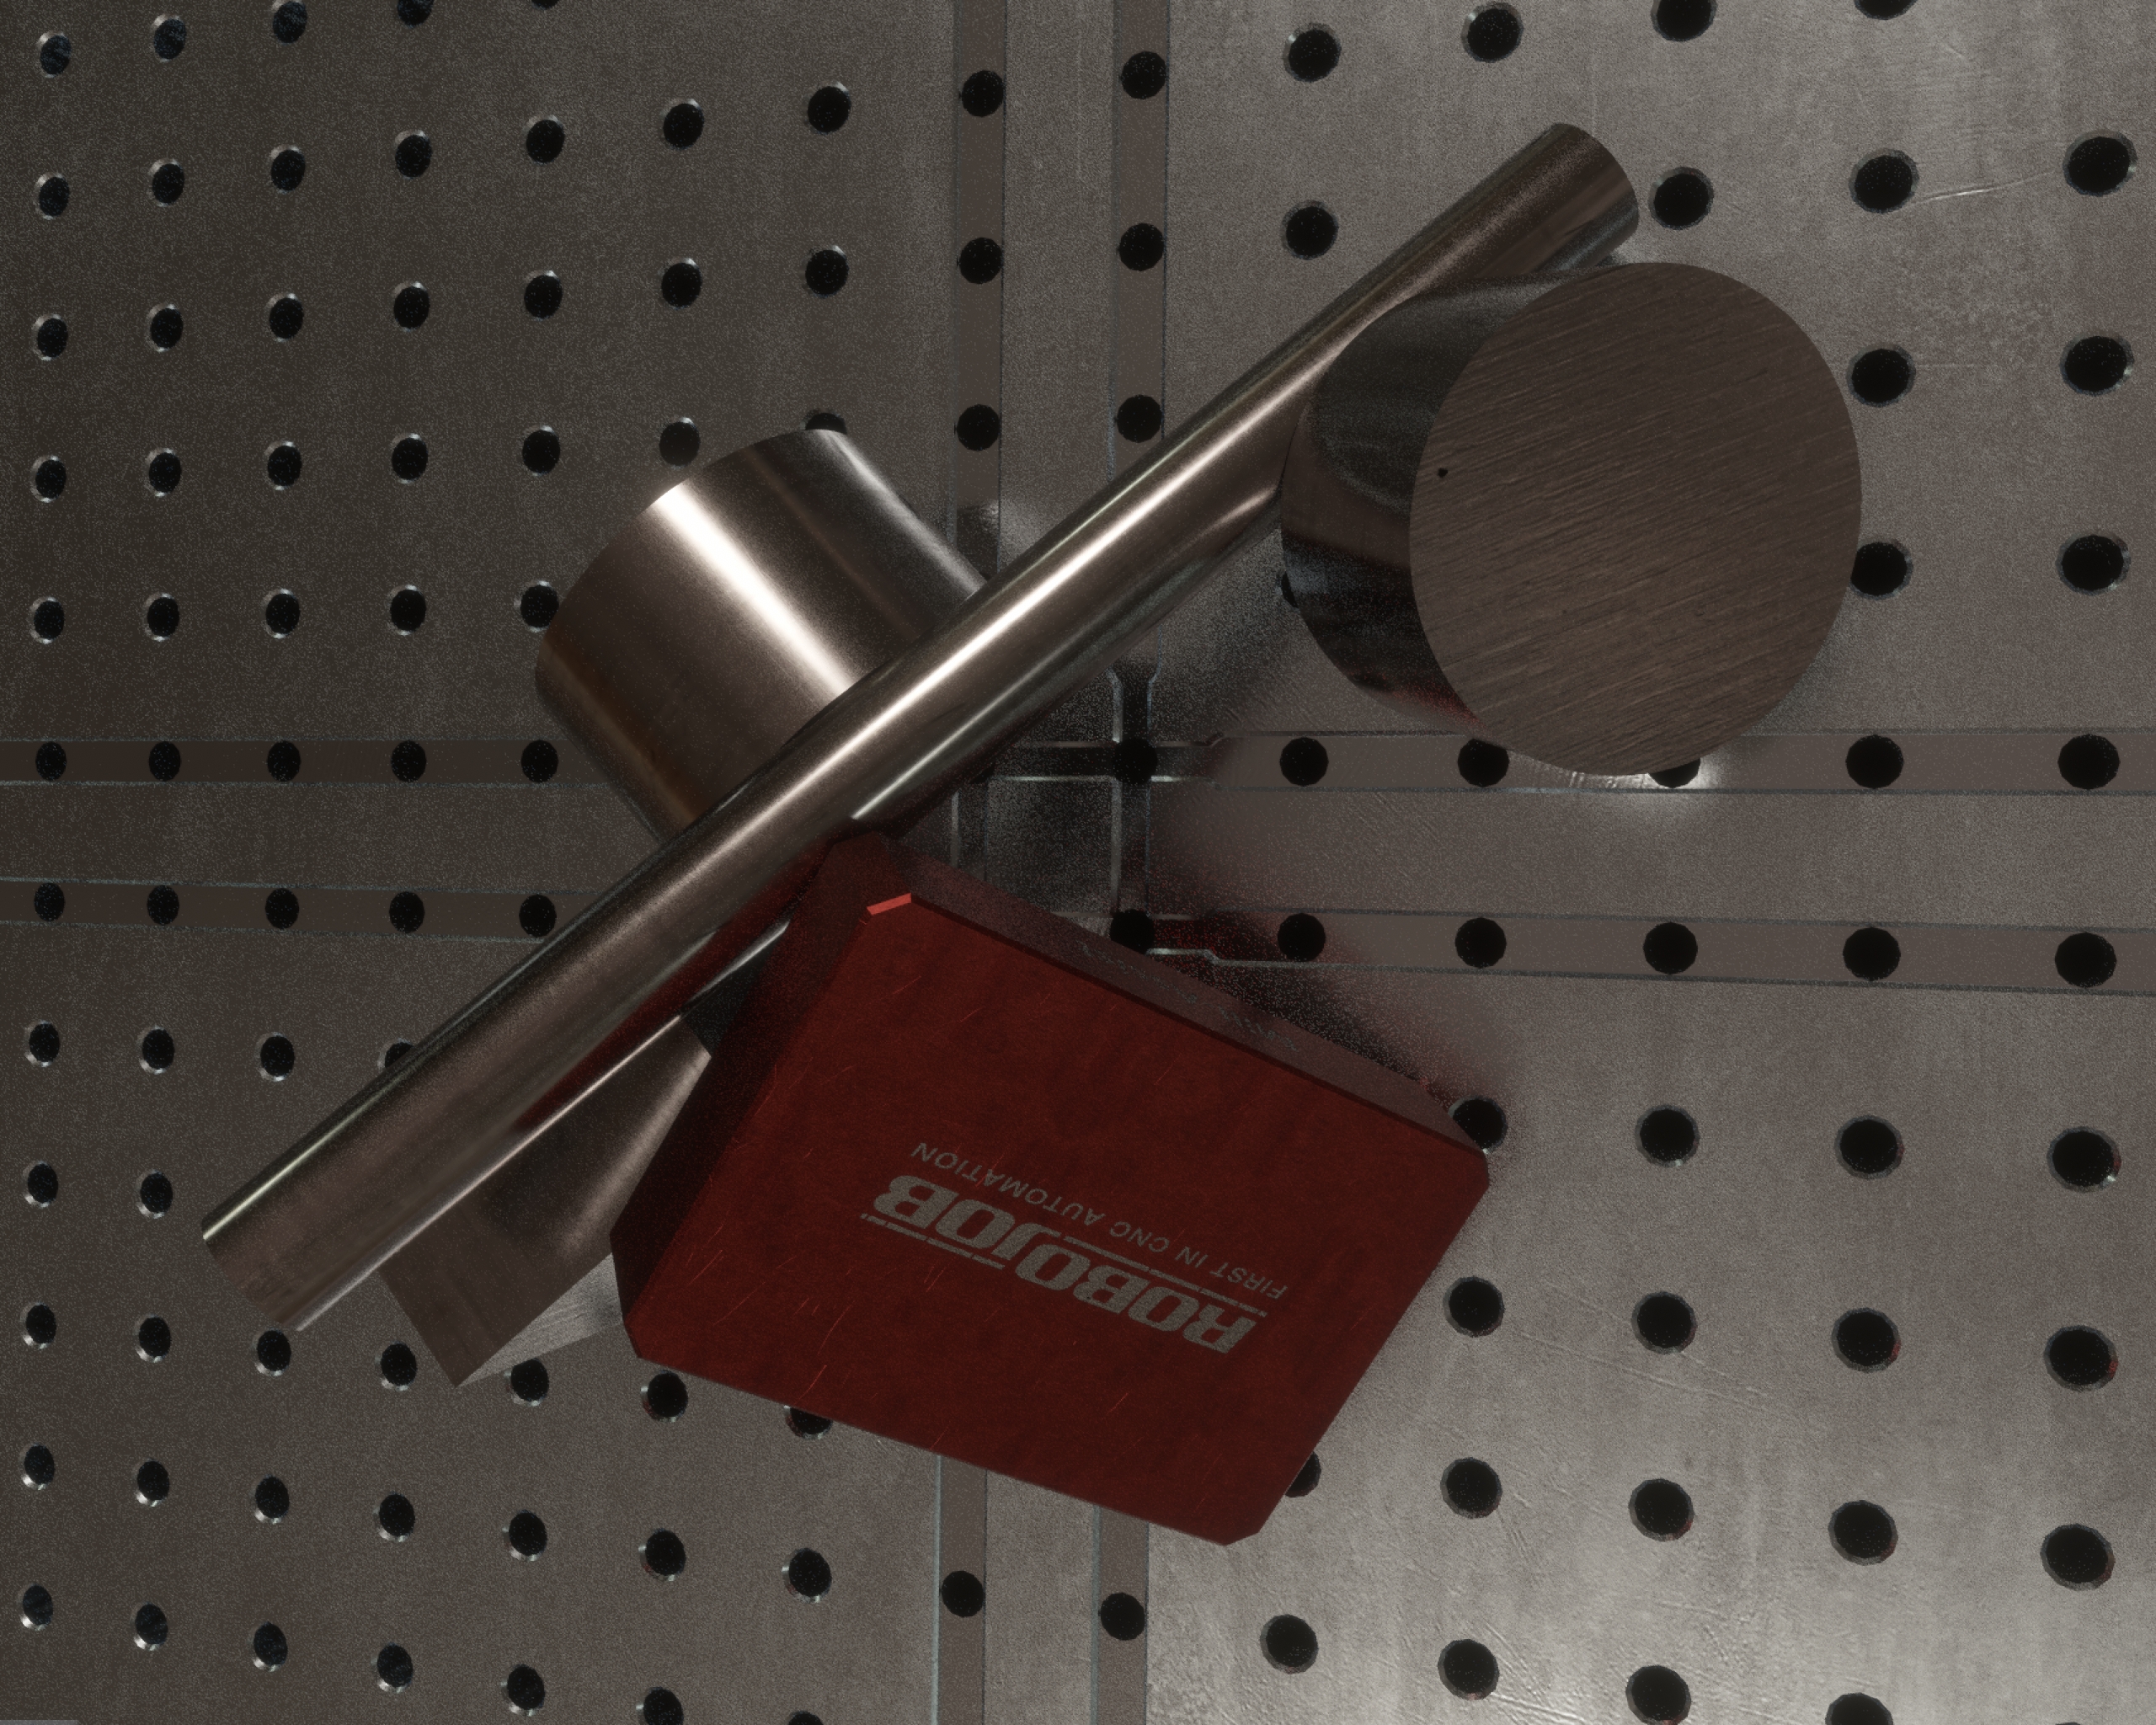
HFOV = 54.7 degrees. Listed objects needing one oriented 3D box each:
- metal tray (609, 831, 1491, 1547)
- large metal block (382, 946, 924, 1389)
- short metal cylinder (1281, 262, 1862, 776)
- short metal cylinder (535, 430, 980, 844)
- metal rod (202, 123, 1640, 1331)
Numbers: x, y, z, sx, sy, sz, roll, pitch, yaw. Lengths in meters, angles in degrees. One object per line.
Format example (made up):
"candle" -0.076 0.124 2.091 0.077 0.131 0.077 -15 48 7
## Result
"metal tray" -0.003 0.061 0.368 0.131 0.030 0.090 26 101 -25
"large metal block" -0.085 0.051 0.412 0.080 0.080 0.050 -41 77 15
"short metal cylinder" 0.081 -0.058 0.349 0.081 0.050 0.079 -4 104 -17
"short metal cylinder" -0.055 -0.036 0.402 0.080 0.080 0.050 -45 76 14
"metal rod" -0.021 -0.028 0.362 0.301 0.025 0.025 -40 77 -7
